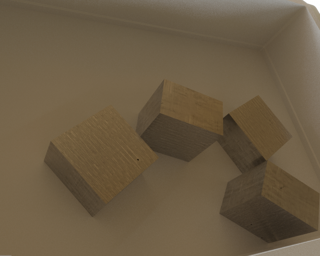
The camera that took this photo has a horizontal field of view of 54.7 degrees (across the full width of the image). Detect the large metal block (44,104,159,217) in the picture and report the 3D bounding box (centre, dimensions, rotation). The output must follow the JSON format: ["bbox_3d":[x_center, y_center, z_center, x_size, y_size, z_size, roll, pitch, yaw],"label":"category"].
[{"bbox_3d":[-0.063,0.034,0.336,0.080,0.050,0.080,48,51,5],"label":"large metal block"}]

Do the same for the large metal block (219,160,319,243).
[{"bbox_3d":[0.136,0.095,0.388,0.080,0.080,0.050,32,51,-8],"label":"large metal block"}]

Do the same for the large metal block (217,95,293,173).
[{"bbox_3d":[0.135,0.008,0.460,0.081,0.050,0.080,-29,78,-38],"label":"large metal block"}]

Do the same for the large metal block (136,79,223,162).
[{"bbox_3d":[0.022,-0.006,0.387,0.081,0.080,0.050,19,54,-18],"label":"large metal block"}]
